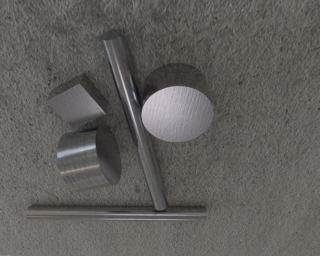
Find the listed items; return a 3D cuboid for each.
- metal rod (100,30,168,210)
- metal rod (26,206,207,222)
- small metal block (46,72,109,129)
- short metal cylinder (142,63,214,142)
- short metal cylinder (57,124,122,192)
[{"bbox_3d":[-0.025,0.015,0.419,0.025,0.025,0.298,-8,130,6],"label":"metal rod"},{"bbox_3d":[-0.072,0.147,0.531,0.302,0.025,0.025,1,130,-1],"label":"metal rod"},{"bbox_3d":[-0.100,-0.032,0.379,0.050,0.025,0.050,-24,127,18],"label":"small metal block"},{"bbox_3d":[0.020,-0.029,0.366,0.081,0.050,0.079,0,130,0],"label":"short metal cylinder"},{"bbox_3d":[-0.089,0.039,0.404,0.050,0.080,0.080,-13,129,11],"label":"short metal cylinder"}]
